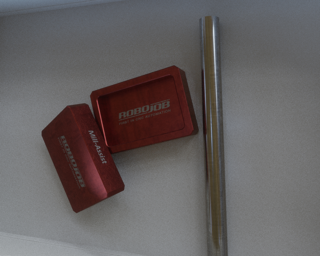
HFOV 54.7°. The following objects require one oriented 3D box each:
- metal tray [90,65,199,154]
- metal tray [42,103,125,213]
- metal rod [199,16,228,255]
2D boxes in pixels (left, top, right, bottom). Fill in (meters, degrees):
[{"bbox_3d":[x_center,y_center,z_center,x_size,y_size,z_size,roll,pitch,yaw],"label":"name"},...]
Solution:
[{"bbox_3d":[-0.023,-0.021,0.414,0.130,0.030,0.090,-14,85,19],"label":"metal tray"},{"bbox_3d":[-0.110,0.043,0.428,0.090,0.030,0.130,-33,79,39],"label":"metal tray"},{"bbox_3d":[0.067,0.013,0.386,0.025,0.025,0.298,-2,89,19],"label":"metal rod"}]
